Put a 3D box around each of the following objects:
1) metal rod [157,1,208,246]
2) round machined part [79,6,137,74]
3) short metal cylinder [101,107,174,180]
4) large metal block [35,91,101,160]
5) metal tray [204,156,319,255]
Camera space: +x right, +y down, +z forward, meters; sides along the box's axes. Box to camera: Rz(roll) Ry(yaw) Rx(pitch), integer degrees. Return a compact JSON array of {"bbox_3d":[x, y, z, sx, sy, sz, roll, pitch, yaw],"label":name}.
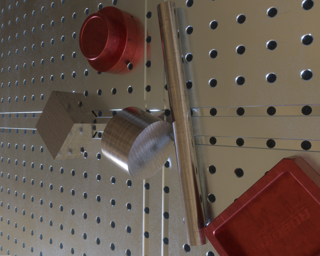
[{"bbox_3d":[0.027,-0.010,0.385,0.025,0.025,0.298,-12,83,39],"label":"metal rod"},{"bbox_3d":[-0.084,-0.133,0.465,0.098,0.042,0.097,0,90,39],"label":"round machined part"},{"bbox_3d":[-0.027,0.019,0.394,0.050,0.081,0.079,28,108,36],"label":"short metal cylinder"},{"bbox_3d":[-0.156,-0.005,0.519,0.080,0.050,0.080,50,119,28],"label":"large metal block"},{"bbox_3d":[0.116,0.102,0.309,0.129,0.030,0.090,-51,60,27],"label":"metal tray"}]
